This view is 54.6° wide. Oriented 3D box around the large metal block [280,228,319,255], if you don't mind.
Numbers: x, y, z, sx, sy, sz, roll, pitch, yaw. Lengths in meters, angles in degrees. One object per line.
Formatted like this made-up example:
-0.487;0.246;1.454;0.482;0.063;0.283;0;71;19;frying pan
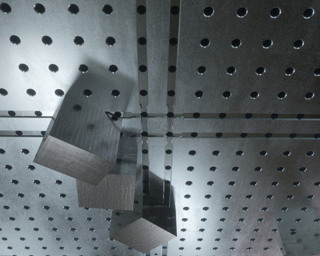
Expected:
0.285;0.243;0.604;0.080;0.050;0.080;-14;129;11;large metal block

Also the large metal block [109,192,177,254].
-0.028;0.165;0.535;0.080;0.050;0.080;-37;121;27;large metal block

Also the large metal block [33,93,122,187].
-0.098;0.014;0.387;0.080;0.080;0.050;27;125;-21;large metal block

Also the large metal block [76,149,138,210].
-0.077;0.075;0.458;0.080;0.050;0.080;5;130;-4;large metal block
